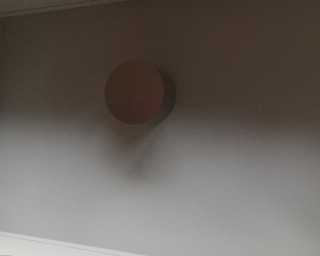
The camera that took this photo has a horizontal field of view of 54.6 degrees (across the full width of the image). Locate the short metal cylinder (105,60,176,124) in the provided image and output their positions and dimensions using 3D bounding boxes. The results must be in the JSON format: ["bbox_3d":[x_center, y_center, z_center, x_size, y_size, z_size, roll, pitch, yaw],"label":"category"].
[{"bbox_3d":[-0.025,-0.044,0.406,0.080,0.050,0.080,0,90,20],"label":"short metal cylinder"}]
